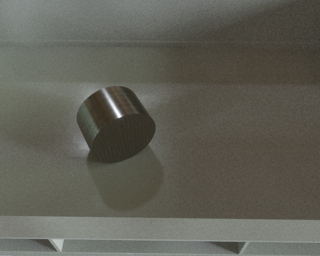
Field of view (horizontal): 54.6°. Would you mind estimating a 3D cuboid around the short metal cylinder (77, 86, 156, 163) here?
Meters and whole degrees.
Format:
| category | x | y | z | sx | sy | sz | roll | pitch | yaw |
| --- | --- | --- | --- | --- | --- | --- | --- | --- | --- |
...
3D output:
| category | x | y | z | sx | sy | sz | roll | pitch | yaw |
| --- | --- | --- | --- | --- | --- | --- | --- | --- | --- |
| short metal cylinder | -0.052 | -0.003 | 0.372 | 0.081 | 0.080 | 0.050 | -22 | 54 | -18 |
